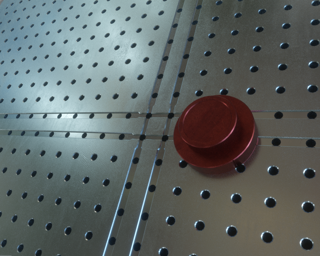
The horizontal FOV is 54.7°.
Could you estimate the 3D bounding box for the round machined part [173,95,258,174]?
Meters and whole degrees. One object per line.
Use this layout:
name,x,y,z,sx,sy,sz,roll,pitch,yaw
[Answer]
round machined part,0.061,0.001,0.364,0.098,0.042,0.098,-13,56,20
